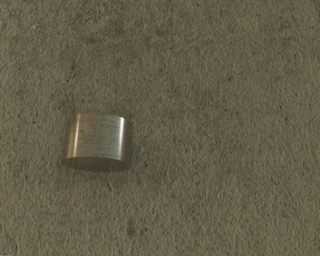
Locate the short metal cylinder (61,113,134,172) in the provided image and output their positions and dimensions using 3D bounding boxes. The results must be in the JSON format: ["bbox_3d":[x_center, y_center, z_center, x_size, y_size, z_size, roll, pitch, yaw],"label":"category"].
[{"bbox_3d":[-0.073,0.020,0.371,0.080,0.080,0.050,1,70,0],"label":"short metal cylinder"}]
